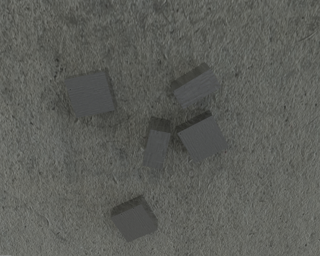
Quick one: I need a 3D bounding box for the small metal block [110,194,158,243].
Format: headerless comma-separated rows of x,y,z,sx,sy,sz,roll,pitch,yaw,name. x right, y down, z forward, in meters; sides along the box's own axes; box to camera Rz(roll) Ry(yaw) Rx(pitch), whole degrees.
-0.037,0.134,0.459,0.050,0.025,0.050,-26,108,9,small metal block

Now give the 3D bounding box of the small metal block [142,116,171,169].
-0.004,0.018,0.403,0.025,0.050,0.050,12,110,-4,small metal block

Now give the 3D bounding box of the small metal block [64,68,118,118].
-0.086,-0.045,0.392,0.050,0.025,0.050,-11,110,4,small metal block

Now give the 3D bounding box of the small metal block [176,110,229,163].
0.056,0.011,0.414,0.050,0.025,0.050,-28,108,9,small metal block

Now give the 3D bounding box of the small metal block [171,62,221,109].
0.042,-0.053,0.377,0.050,0.050,0.025,-30,107,10,small metal block
